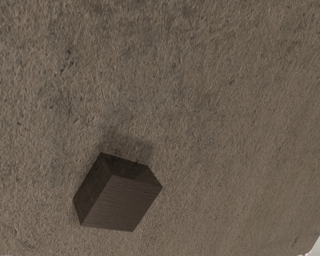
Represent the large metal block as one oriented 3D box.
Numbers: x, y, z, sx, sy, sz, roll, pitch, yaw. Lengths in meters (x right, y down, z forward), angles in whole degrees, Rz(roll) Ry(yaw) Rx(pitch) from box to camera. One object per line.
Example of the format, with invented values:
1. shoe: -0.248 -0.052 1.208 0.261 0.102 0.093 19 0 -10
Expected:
1. large metal block: -0.057 0.088 0.415 0.080 0.050 0.080 22 106 -37
